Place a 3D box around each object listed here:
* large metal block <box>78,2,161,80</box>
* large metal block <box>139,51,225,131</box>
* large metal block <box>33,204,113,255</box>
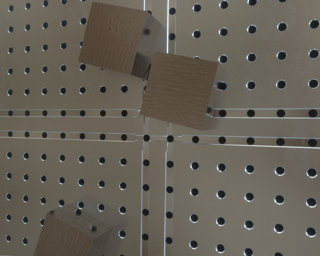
[{"bbox_3d":[-0.054,-0.116,0.419,0.080,0.050,0.080,17,96,19],"label":"large metal block"},{"bbox_3d":[0.029,-0.045,0.389,0.080,0.050,0.080,15,95,19],"label":"large metal block"},{"bbox_3d":[-0.125,0.168,0.444,0.080,0.050,0.080,22,97,18],"label":"large metal block"}]
